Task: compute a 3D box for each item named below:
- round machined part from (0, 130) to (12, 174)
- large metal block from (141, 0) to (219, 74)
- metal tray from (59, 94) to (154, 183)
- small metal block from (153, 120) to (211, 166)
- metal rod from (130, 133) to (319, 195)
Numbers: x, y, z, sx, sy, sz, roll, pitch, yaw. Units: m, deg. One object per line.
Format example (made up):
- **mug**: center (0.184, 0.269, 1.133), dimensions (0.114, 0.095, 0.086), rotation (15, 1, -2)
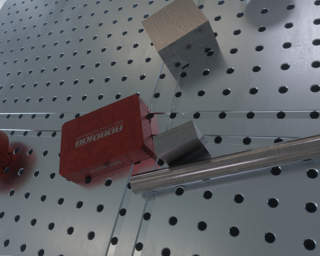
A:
- **round machined part**: center (-0.292, 0.048, 0.522), dimensions (0.098, 0.042, 0.098), rotation (-13, 56, 21)
- **large metal block**: center (0.029, -0.142, 0.464), dimensions (0.080, 0.050, 0.080), rotation (-30, 52, 9)
- **metal tray**: center (-0.078, 0.015, 0.437), dimensions (0.130, 0.030, 0.090), rotation (-20, 54, 16)
- **small metal block**: center (0.027, 0.022, 0.365), dimensions (0.050, 0.050, 0.025), rotation (-24, 53, 14)
- **metal rod**: center (0.106, 0.033, 0.331), dimensions (0.301, 0.025, 0.025), rotation (-15, 56, 19)
